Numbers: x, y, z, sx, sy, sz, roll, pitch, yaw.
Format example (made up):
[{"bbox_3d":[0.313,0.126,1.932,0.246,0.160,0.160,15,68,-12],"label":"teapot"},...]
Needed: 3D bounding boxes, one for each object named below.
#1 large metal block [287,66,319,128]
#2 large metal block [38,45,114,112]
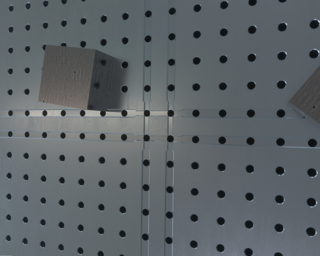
[{"bbox_3d":[0.197,-0.034,0.330,0.080,0.050,0.080,41,103,15],"label":"large metal block"},{"bbox_3d":[-0.118,-0.070,0.442,0.080,0.050,0.080,10,93,19],"label":"large metal block"}]
